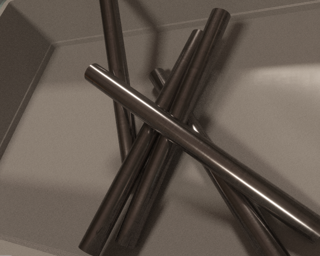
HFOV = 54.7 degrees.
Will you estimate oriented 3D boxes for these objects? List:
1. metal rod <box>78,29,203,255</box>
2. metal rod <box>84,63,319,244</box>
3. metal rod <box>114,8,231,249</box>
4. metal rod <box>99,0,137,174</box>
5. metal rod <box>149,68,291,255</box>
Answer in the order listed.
[{"bbox_3d":[-0.012,0.006,0.376,0.025,0.025,0.300,17,73,34],"label":"metal rod"},{"bbox_3d":[0.029,0.012,0.331,0.300,0.025,0.025,36,81,22],"label":"metal rod"},{"bbox_3d":[0.019,-0.007,0.367,0.025,0.025,0.299,17,80,34],"label":"metal rod"},{"bbox_3d":[-0.057,-0.089,0.410,0.025,0.025,0.298,-12,81,21],"label":"metal rod"},{"bbox_3d":[0.053,0.025,0.361,0.025,0.025,0.300,-34,52,6],"label":"metal rod"}]
